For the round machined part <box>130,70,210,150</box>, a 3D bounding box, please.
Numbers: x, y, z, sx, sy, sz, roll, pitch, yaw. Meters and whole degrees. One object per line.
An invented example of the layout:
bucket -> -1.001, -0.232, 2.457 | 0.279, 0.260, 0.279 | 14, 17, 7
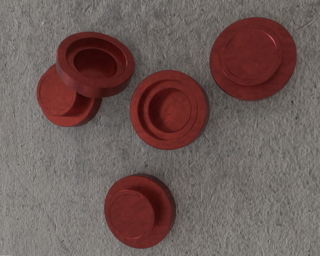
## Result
round machined part -> 0.015, -0.022, 0.395 | 0.098, 0.042, 0.097 | 0, 90, 20

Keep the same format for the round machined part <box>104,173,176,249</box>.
round machined part -> -0.032, 0.112, 0.411 | 0.098, 0.042, 0.097 | 0, 90, 20

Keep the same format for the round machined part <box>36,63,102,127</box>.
round machined part -> -0.137, -0.050, 0.448 | 0.098, 0.042, 0.097 | 0, 90, 20

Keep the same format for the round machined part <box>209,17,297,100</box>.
round machined part -> 0.107, -0.081, 0.362 | 0.098, 0.042, 0.097 | 0, 90, 20

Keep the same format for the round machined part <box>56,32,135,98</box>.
round machined part -> -0.086, -0.078, 0.411 | 0.098, 0.099, 0.042 | 47, 144, 14
